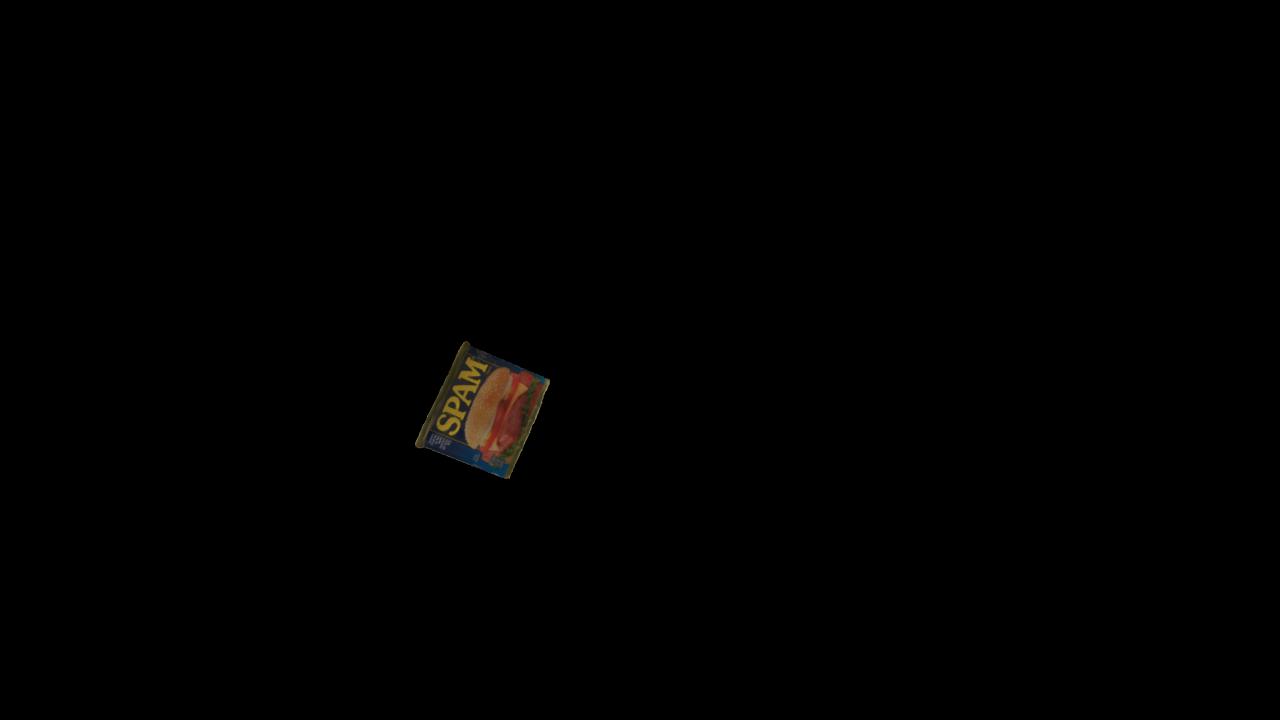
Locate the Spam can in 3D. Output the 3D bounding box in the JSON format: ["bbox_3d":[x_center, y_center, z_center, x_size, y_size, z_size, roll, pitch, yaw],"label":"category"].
[{"bbox_3d":[-0.138,0.047,0.552,0.085,0.101,0.058,24,-15,-9],"label":"Spam can"}]
